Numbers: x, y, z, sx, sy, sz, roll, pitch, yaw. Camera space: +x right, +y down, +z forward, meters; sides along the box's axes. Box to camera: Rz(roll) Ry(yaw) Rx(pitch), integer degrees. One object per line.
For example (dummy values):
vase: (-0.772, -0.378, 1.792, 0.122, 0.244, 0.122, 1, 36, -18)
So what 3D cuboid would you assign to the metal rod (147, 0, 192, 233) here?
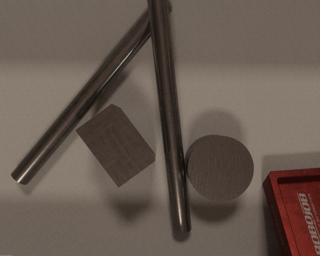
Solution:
metal rod: (0.013, -0.013, 0.398, 0.025, 0.025, 0.298, -6, 95, 0)

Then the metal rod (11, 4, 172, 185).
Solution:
metal rod: (-0.090, -0.048, 0.410, 0.025, 0.025, 0.300, 40, 90, -1)

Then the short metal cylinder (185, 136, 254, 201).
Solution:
short metal cylinder: (0.074, 0.049, 0.400, 0.081, 0.050, 0.079, 0, 90, -1)

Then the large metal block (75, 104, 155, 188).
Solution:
large metal block: (-0.050, 0.020, 0.383, 0.050, 0.080, 0.080, -37, 90, 0)

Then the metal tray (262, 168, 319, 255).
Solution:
metal tray: (0.188, 0.115, 0.377, 0.091, 0.030, 0.130, -4, 57, -2)
